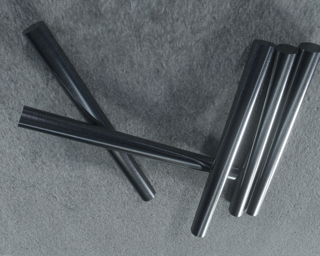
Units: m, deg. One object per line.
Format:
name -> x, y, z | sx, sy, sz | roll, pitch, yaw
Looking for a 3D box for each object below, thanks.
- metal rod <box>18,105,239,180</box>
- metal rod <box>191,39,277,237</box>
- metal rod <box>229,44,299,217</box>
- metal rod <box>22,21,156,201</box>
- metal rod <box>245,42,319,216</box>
metal rod -> -0.022, 0.026, 0.405 | 0.302, 0.025, 0.025 | 17, 128, -24
metal rod -> 0.086, 0.034, 0.407 | 0.025, 0.025, 0.298 | 8, 121, -7
metal rod -> 0.134, 0.028, 0.432 | 0.025, 0.025, 0.298 | 1, 130, -1
metal rod -> -0.074, 0.002, 0.407 | 0.025, 0.025, 0.299 | -17, 129, 14
metal rod -> 0.160, 0.026, 0.431 | 0.025, 0.025, 0.298 | 1, 130, -1
